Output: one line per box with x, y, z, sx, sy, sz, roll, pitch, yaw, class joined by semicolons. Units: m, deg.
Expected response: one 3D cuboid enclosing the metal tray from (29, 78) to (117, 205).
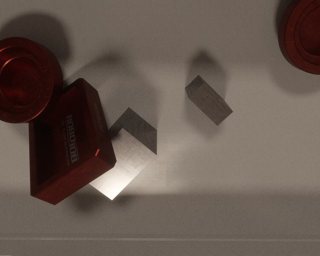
-0.107;0.011;0.359;0.090;0.130;0.030;-33;138;11;metal tray

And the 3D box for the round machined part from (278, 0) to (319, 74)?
0.187;-0.115;0.363;0.099;0.042;0.097;0;110;-1;round machined part

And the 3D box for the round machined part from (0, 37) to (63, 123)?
-0.160;-0.055;0.368;0.098;0.042;0.097;0;92;12;round machined part

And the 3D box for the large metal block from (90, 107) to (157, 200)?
-0.049;0.029;0.392;0.050;0.080;0.080;40;105;-14;large metal block

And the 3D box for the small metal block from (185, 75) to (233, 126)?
0.060;-0.036;0.386;0.050;0.050;0.025;42;105;-14;small metal block
